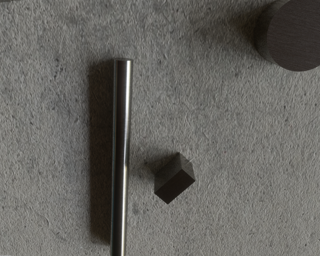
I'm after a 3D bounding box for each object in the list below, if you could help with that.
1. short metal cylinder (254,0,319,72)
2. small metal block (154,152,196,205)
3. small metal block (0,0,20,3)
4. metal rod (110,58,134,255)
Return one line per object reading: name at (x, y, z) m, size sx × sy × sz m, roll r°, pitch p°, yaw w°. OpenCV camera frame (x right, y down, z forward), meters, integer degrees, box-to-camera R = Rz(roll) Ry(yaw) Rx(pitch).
short metal cylinder at (0.156, -0.109, 0.358) m, size 0.081 × 0.050 × 0.079 m, roll 0°, pitch 110°, yaw 0°
small metal block at (0.019, 0.067, 0.422) m, size 0.050 × 0.050 × 0.025 m, roll -43°, pitch 105°, yaw 14°
small metal block at (-0.181, -0.152, 0.339) m, size 0.050 × 0.050 × 0.025 m, roll -7°, pitch 110°, yaw 2°
metal rod at (-0.055, 0.055, 0.429) m, size 0.025 × 0.025 × 0.298 m, roll 4°, pitch 110°, yaw -2°
